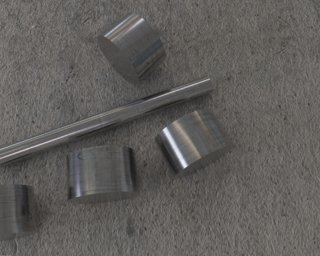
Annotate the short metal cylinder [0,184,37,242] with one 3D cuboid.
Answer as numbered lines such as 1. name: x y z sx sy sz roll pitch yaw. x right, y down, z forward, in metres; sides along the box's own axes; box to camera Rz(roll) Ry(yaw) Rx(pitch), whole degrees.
1. short metal cylinder: -0.181 0.097 0.342 0.081 0.080 0.050 -11 71 -4

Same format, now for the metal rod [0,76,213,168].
1. metal rod: -0.072 -0.009 0.410 0.302 0.025 0.025 -20 71 -8

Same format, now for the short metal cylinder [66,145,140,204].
1. short metal cylinder: -0.066 0.056 0.358 0.081 0.080 0.050 -7 70 -3

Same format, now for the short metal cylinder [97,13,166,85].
1. short metal cylinder: -0.038 -0.106 0.417 0.080 0.080 0.050 43 76 14

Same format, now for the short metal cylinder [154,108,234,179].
1. short metal cylinder: 0.041 0.020 0.372 0.080 0.080 0.050 -26 72 -9
